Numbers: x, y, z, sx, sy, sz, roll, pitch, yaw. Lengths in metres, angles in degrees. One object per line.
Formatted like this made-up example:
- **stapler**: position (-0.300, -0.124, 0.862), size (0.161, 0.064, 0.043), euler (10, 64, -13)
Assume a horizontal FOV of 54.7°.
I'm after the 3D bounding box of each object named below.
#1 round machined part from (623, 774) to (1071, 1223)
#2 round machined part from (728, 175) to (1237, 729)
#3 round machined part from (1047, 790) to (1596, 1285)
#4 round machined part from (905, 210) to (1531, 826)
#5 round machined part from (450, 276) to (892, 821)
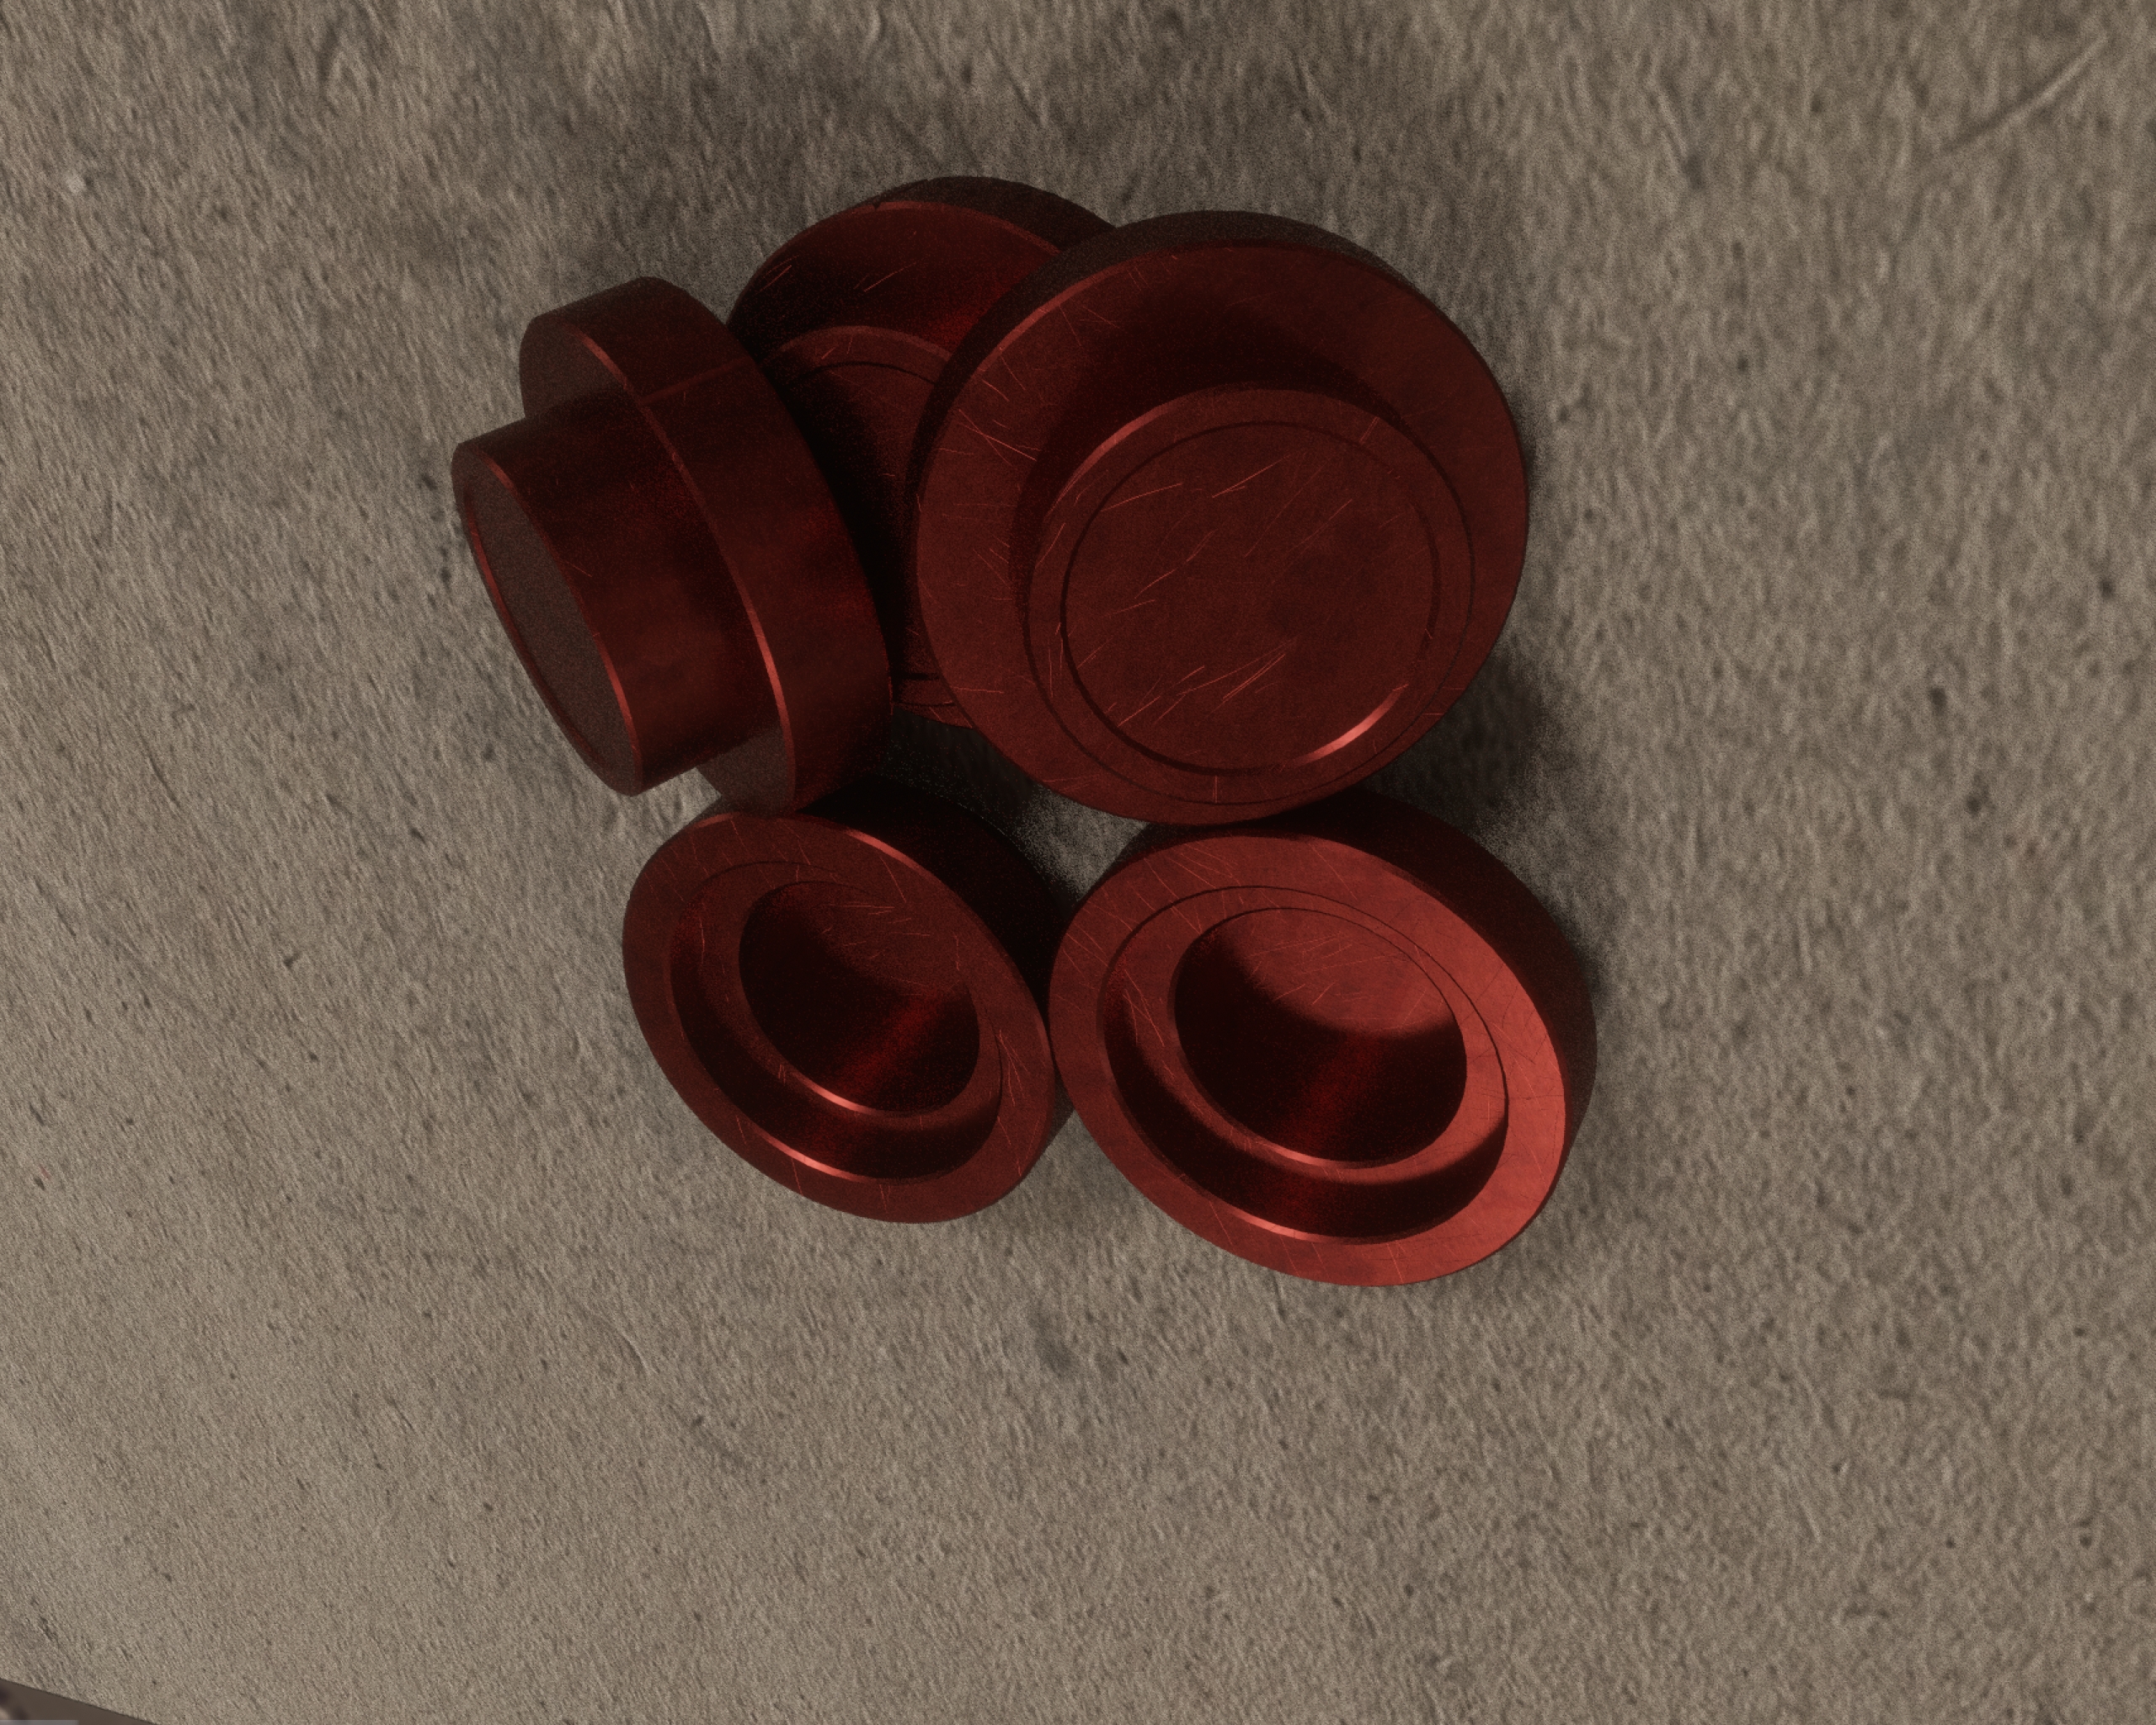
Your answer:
- **round machined part**: position (-0.041, 0.023, 0.431), size (0.098, 0.042, 0.097), euler (13, 124, 20)
- **round machined part**: position (-0.024, -0.066, 0.367), size (0.098, 0.042, 0.097), euler (13, 124, 20)
- **round machined part**: position (0.047, 0.027, 0.388), size (0.098, 0.042, 0.097), euler (13, 124, 20)
- **round machined part**: position (0.023, -0.048, 0.326), size (0.099, 0.042, 0.097), euler (-4, 120, -6)
- **round machined part**: position (-0.077, -0.051, 0.374), size (0.098, 0.042, 0.097), euler (47, 154, 32)
